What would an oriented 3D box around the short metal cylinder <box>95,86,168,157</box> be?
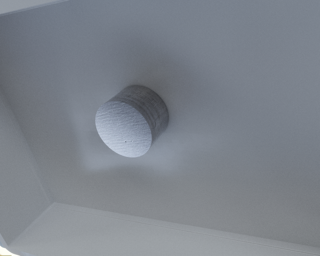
[{"bbox_3d":[-0.036,-0.009,0.404,0.080,0.050,0.080,13,124,21],"label":"short metal cylinder"}]
